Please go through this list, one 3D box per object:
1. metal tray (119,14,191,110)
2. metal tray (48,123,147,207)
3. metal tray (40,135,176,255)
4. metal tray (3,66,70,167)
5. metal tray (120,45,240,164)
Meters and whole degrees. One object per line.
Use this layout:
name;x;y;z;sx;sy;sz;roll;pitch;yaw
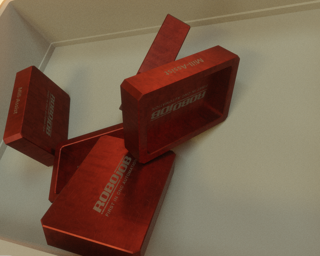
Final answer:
metal tray;-0.011;-0.072;0.396;0.030;0.130;0.090;27;71;-8
metal tray;-0.082;0.049;0.413;0.130;0.030;0.090;-16;55;18
metal tray;-0.043;0.065;0.312;0.090;0.030;0.130;13;38;10
metal tray;-0.179;-0.018;0.466;0.030;0.090;0.130;-19;54;17
metal tray;0.023;-0.027;0.331;0.131;0.089;0.030;-26;48;-28
